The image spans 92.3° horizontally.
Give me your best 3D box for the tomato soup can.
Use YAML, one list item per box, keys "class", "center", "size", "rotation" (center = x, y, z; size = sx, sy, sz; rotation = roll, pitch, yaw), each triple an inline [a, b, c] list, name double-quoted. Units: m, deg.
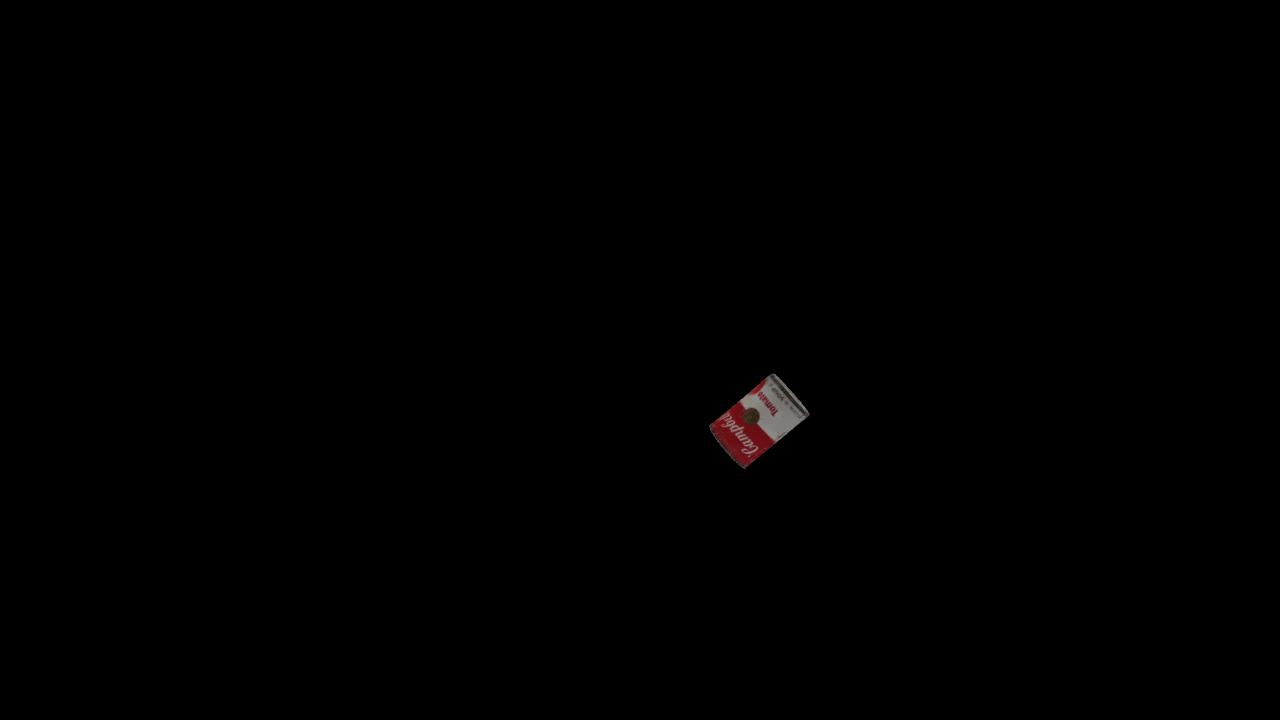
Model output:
- class: "tomato soup can"
  center: [0.143, 0.072, 0.736]
  size: [0.101, 0.068, 0.068]
  rotation: [-41, -9, 10]
